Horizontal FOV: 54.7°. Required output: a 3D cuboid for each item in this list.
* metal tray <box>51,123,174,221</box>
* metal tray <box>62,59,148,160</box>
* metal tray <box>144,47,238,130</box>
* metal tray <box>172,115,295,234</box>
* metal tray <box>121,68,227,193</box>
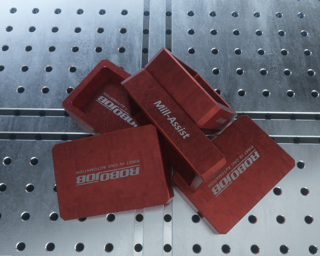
[{"bbox_3d":[-0.056,0.052,0.364,0.131,0.030,0.090,-12,81,10],"label":"metal tray"},{"bbox_3d":[-0.051,-0.024,0.417,0.130,0.030,0.090,34,73,11],"label":"metal tray"},{"bbox_3d":[0.043,-0.041,0.372,0.030,0.130,0.090,-45,74,15],"label":"metal tray"},{"bbox_3d":[0.090,0.056,0.388,0.130,0.030,0.090,-39,75,-14],"label":"metal tray"},{"bbox_3d":[0.011,0.006,0.343,0.030,0.090,0.130,-37,75,-12],"label":"metal tray"}]
